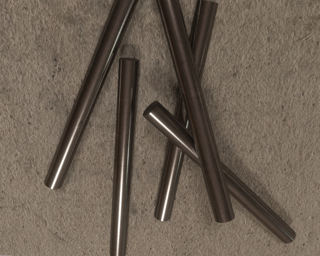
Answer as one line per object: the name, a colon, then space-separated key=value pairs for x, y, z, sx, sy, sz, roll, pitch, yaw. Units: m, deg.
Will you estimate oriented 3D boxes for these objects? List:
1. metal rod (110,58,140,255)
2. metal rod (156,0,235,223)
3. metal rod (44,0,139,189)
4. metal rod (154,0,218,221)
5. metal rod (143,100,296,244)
metal rod: x=-0.051 y=0.055 z=0.429 sx=0.025 sy=0.025 sz=0.298 roll=5 pitch=110 yaw=-2
metal rod: x=0.040 y=-0.031 z=0.365 sx=0.025 sy=0.025 sz=0.298 roll=-15 pitch=97 yaw=5
metal rod: x=-0.087 y=-0.048 z=0.390 sx=0.025 sy=0.025 sz=0.298 roll=24 pitch=108 yaw=-9
metal rod: x=0.029 y=-0.008 z=0.407 sx=0.025 sy=0.025 sz=0.298 roll=9 pitch=110 yaw=-4
metal rod: x=0.092 y=0.071 z=0.420 sx=0.025 sy=0.025 sz=0.300 roll=-42 pitch=112 yaw=14
